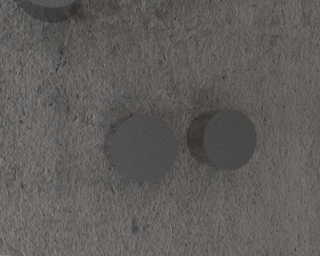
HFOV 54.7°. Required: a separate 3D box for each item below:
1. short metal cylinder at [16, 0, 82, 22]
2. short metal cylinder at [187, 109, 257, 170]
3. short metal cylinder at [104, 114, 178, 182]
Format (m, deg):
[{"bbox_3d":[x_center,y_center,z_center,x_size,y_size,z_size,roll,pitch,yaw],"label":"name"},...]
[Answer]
[{"bbox_3d":[-0.126,-0.167,0.349,0.081,0.050,0.080,0,90,-20],"label":"short metal cylinder"},{"bbox_3d":[0.084,0.015,0.426,0.081,0.050,0.080,0,90,-20],"label":"short metal cylinder"},{"bbox_3d":[-0.025,0.023,0.386,0.081,0.050,0.080,0,90,-20],"label":"short metal cylinder"}]
